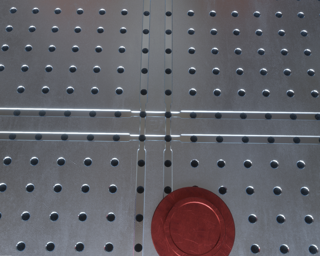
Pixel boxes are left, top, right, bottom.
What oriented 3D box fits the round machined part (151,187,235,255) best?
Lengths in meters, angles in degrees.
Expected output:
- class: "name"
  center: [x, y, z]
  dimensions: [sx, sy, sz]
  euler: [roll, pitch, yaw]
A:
- class: "round machined part"
  center: [0.039, 0.117, 0.360]
  dimensions: [0.099, 0.042, 0.098]
  euler: [0, 70, -1]
